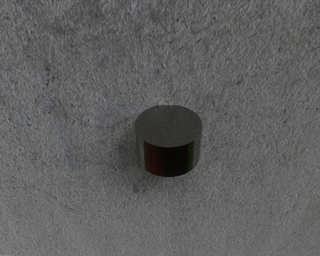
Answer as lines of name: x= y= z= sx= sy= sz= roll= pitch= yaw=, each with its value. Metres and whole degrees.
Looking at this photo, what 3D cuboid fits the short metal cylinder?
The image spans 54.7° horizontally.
short metal cylinder: x=0.011 y=0.014 z=0.385 sx=0.081 sy=0.080 sz=0.050 roll=-1 pitch=130 yaw=0
